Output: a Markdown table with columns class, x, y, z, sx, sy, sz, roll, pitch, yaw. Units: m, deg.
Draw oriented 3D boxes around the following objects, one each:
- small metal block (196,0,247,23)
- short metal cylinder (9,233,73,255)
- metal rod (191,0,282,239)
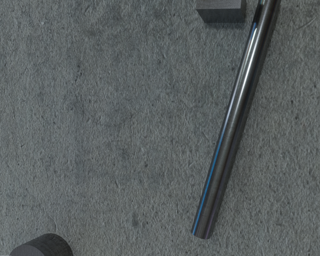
| class | x | y | z | sx | sy | sz | roll | pitch | yaw |
| --- | --- | --- | --- | --- | --- | --- | --- | --- | --- |
| small metal block | 0.074 | -0.146 | 0.369 | 0.050 | 0.050 | 0.025 | 7 | 93 | 20 |
| short metal cylinder | -0.176 | 0.204 | 0.458 | 0.080 | 0.050 | 0.079 | 0 | 90 | 20 |
| metal rod | 0.090 | -0.009 | 0.376 | 0.025 | 0.025 | 0.298 | 17 | 96 | 19 |
